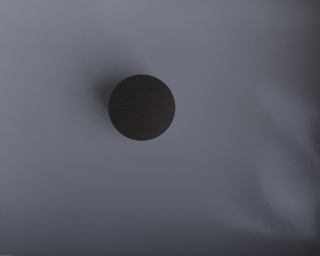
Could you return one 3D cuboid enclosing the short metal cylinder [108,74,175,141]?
[{"bbox_3d":[-0.022,-0.025,0.397,0.080,0.050,0.080,0,90,0],"label":"short metal cylinder"}]
